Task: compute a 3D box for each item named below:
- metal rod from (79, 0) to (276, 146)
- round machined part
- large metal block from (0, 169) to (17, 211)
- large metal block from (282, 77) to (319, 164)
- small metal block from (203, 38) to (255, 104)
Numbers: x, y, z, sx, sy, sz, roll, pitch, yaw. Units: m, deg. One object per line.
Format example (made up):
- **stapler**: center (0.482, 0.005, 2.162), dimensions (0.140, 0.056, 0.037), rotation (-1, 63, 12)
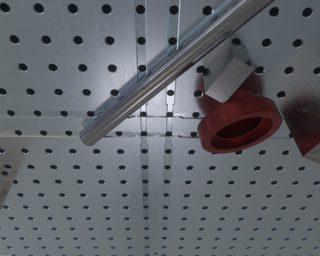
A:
- **metal rod**: center (0.009, -0.065, 0.356), dimensions (0.299, 0.025, 0.025), rotation (-36, 122, 26)
- **round machined part**: center (0.093, -0.010, 0.378), dimensions (0.099, 0.042, 0.098), rotation (-11, 150, -6)
- **large metal block**: center (-0.268, 0.114, 0.470), dimensions (0.050, 0.080, 0.080), rotation (25, 126, -20)
- **large metal block**: center (0.204, -0.011, 0.368), dimensions (0.050, 0.080, 0.080), rotation (22, 127, -18)
- **small metal block**: center (0.073, -0.063, 0.341), dimensions (0.025, 0.050, 0.050), rotation (27, 125, -15)
